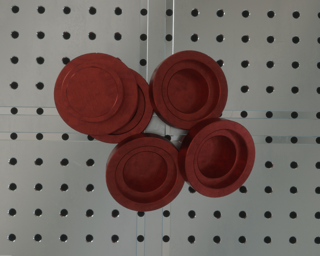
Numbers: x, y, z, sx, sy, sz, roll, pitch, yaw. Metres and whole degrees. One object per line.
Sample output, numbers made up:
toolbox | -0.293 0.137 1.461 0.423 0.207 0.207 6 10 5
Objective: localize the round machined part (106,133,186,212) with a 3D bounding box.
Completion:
round machined part | -0.020 0.053 0.396 0.099 0.042 0.097 -3 105 -10

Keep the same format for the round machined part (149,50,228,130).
round machined part | 0.033 -0.046 0.396 0.099 0.042 0.097 0 91 -17

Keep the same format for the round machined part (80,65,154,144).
round machined part | -0.057 -0.030 0.403 0.099 0.042 0.097 0 90 -1

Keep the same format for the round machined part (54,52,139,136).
round machined part | -0.075 -0.040 0.361 0.099 0.042 0.097 0 90 -1

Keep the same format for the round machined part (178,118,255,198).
round machined part | 0.068 0.035 0.394 0.099 0.042 0.097 -4 102 -21
